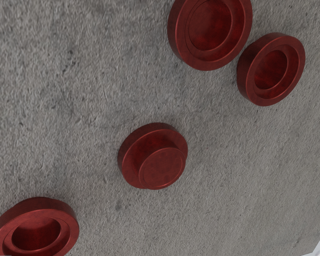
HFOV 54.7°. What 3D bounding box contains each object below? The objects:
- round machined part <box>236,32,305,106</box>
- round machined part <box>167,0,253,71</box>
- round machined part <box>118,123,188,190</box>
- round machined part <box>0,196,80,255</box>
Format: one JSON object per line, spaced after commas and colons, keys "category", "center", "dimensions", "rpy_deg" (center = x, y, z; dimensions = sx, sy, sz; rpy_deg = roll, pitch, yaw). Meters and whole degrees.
{"category": "round machined part", "center": [0.145, -0.082, 0.424], "dimensions": [0.099, 0.042, 0.097], "rpy_deg": [-14, 124, -21]}
{"category": "round machined part", "center": [0.052, -0.118, 0.351], "dimensions": [0.099, 0.042, 0.097], "rpy_deg": [-14, 124, -21]}
{"category": "round machined part", "center": [-0.004, 0.045, 0.421], "dimensions": [0.099, 0.042, 0.097], "rpy_deg": [-14, 124, -21]}
{"category": "round machined part", "center": [-0.155, 0.126, 0.389], "dimensions": [0.099, 0.042, 0.097], "rpy_deg": [-14, 124, -21]}
